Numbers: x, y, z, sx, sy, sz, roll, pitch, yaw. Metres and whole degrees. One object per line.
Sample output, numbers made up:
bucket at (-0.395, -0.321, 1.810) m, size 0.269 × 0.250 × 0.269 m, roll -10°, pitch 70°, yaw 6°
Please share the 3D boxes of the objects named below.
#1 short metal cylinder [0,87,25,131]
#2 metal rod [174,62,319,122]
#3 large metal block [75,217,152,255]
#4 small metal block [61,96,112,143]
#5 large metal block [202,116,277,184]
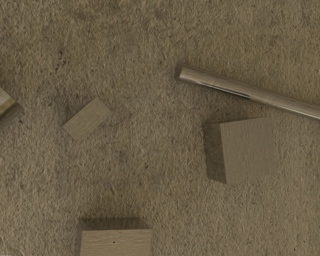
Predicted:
short metal cylinder at (-0.186, -0.030, 0.311) m, size 0.080 × 0.080 × 0.050 m, roll 47°, pitch 76°, yaw -14°
metal rod at (0.163, -0.045, 0.469) m, size 0.302 × 0.025 × 0.025 m, roll 13°, pitch 86°, yaw -20°
large metal block at (-0.059, 0.155, 0.374) m, size 0.081 × 0.050 × 0.080 m, roll 6°, pitch 88°, yaw -20°
small metal block at (-0.088, -0.009, 0.363) m, size 0.050 × 0.050 × 0.025 m, roll -44°, pitch 104°, yaw -15°
large metal block at (0.111, 0.028, 0.437) m, size 0.081 × 0.050 × 0.080 m, roll -8°, pitch 93°, yaw -20°
